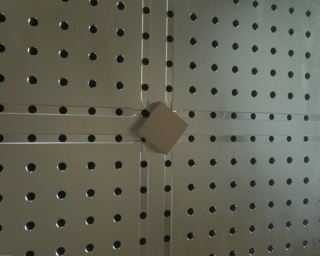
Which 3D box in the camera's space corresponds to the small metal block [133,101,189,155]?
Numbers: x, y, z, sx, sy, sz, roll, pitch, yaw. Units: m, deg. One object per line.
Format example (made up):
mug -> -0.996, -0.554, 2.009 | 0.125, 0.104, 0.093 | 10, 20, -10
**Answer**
small metal block -> 0.001, 0.000, 0.413 | 0.050, 0.025, 0.050 | 40, 77, -16
